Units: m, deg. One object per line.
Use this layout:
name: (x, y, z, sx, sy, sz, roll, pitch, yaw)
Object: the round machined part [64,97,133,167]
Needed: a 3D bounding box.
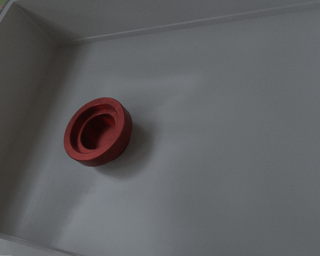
round machined part: (-0.081, 0.009, 0.433, 0.098, 0.042, 0.098, -13, 56, 21)
